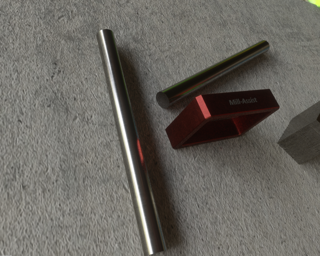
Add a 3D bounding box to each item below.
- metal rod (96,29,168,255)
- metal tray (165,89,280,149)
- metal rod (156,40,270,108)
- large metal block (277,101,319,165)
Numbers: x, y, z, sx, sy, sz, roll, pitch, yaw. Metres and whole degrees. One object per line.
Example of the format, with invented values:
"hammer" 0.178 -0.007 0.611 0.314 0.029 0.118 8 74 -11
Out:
"metal rod" -0.041 -0.001 0.383 0.025 0.025 0.299 -1 62 -29
"metal tray" 0.084 -0.012 0.416 0.131 0.090 0.030 -8 66 -32
"metal rod" 0.105 -0.101 0.523 0.302 0.025 0.025 -31 80 -38
"large metal block" 0.251 0.003 0.505 0.050 0.080 0.080 45 51 3
